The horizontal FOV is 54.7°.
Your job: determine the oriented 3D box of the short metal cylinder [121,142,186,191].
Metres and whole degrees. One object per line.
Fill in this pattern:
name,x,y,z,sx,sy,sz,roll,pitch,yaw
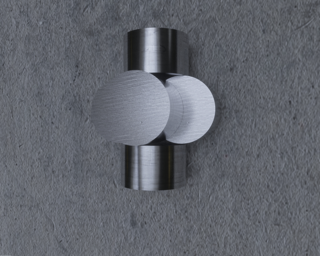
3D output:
short metal cylinder,-0.008,0.044,0.383,0.080,0.080,0.050,0,90,19

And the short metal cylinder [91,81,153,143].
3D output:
short metal cylinder,-0.043,-0.021,0.411,0.080,0.050,0.079,0,90,19

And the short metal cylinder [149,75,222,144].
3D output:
short metal cylinder,0.033,-0.022,0.385,0.080,0.050,0.079,0,90,19

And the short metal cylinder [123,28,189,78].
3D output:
short metal cylinder,-0.005,-0.086,0.382,0.080,0.080,0.050,0,90,19

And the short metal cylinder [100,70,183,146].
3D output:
short metal cylinder,-0.019,-0.021,0.349,0.080,0.050,0.079,0,90,19
